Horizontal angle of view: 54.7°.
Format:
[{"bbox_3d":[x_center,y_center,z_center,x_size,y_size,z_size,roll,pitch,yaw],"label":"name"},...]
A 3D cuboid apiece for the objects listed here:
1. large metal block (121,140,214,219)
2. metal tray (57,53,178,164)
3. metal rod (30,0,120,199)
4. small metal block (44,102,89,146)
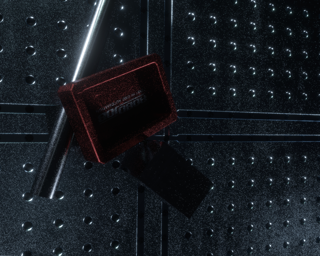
[{"bbox_3d":[0.006,0.060,0.387,0.080,0.080,0.050,41,77,-16],"label":"large metal block"},{"bbox_3d":[-0.042,-0.027,0.364,0.131,0.030,0.089,-31,111,-39],"label":"metal tray"},{"bbox_3d":[-0.087,-0.069,0.360,0.025,0.025,0.299,20,76,-19],"label":"metal rod"},{"bbox_3d":[-0.109,-0.003,0.373,0.050,0.025,0.050,-8,93,-20],"label":"small metal block"}]
